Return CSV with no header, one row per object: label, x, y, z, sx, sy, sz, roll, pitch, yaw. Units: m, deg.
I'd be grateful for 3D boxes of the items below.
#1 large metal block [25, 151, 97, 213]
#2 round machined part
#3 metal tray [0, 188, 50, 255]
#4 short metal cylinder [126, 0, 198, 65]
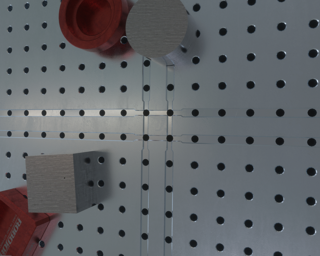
large metal block,-0.143,0.077,0.450,0.080,0.050,0.080,-5,89,20
round machined part,-0.088,-0.155,0.435,0.098,0.042,0.097,0,90,20
metal tray,-0.243,0.175,0.495,0.090,0.030,0.129,32,100,17
short metal cylinder,0.003,-0.125,0.398,0.080,0.050,0.079,0,90,20
